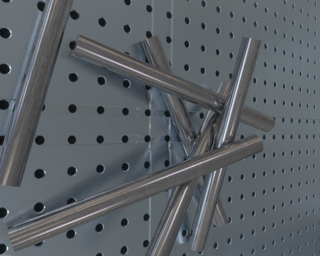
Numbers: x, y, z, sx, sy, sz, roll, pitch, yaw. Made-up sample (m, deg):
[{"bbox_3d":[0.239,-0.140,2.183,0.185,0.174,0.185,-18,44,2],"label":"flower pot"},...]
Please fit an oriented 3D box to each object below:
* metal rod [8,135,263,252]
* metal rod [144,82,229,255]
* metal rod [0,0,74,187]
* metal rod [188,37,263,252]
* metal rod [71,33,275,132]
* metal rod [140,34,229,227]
[{"bbox_3d":[-0.007,0.063,0.350,0.302,0.025,0.025,-18,102,-22],"label":"metal rod"},{"bbox_3d":[0.045,0.048,0.402,0.025,0.025,0.301,49,51,-29],"label":"metal rod"},{"bbox_3d":[-0.112,-0.092,0.314,0.025,0.025,0.299,20,77,-38],"label":"metal rod"},{"bbox_3d":[0.083,0.032,0.419,0.025,0.025,0.298,0,108,-40],"label":"metal rod"},{"bbox_3d":[0.037,-0.048,0.401,0.302,0.025,0.025,18,78,-27],"label":"metal rod"},{"bbox_3d":[0.042,0.016,0.442,0.025,0.025,0.299,-36,112,-34],"label":"metal rod"}]
